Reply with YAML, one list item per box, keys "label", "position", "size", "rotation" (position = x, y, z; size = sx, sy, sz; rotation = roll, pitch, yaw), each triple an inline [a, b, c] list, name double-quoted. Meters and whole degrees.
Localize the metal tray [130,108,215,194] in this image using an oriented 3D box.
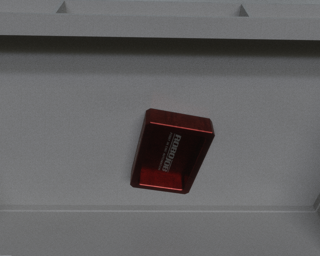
- label: "metal tray"
  position: [0.013, 0.038, 0.438]
  size: [0.091, 0.030, 0.129]
  rotation: [9, 130, -9]
